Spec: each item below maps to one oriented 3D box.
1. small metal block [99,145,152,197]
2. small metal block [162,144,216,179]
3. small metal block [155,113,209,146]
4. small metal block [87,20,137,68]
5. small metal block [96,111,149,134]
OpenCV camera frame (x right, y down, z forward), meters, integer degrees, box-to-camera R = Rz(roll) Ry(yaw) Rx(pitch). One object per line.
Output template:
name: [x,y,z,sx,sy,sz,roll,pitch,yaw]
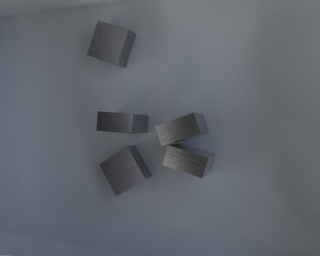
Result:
small metal block: [-0.047,0.058,0.427,0.050,0.025,0.050,-34,79,17]
small metal block: [0.037,0.039,0.384,0.050,0.050,0.025,17,96,19]
small metal block: [0.029,0.002,0.387,0.050,0.050,0.025,-20,84,19]
small metal block: [-0.068,-0.117,0.434,0.050,0.025,0.050,21,97,18]
small metal block: [-0.049,-0.007,0.414,0.050,0.050,0.025,5,92,20]
